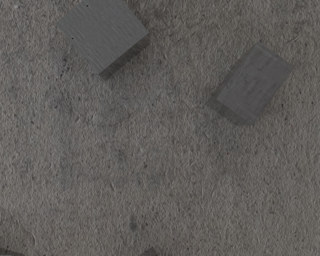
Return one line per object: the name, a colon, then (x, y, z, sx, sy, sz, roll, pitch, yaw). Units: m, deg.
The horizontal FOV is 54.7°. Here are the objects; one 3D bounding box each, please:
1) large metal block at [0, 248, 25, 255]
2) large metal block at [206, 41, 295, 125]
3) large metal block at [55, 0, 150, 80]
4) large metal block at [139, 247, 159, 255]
large metal block: (-0.229, 0.185, 0.381, 0.080, 0.080, 0.050, 16, 90, 0)
large metal block: (0.106, -0.050, 0.383, 0.050, 0.080, 0.080, 36, 90, 0)
large metal block: (-0.069, -0.120, 0.397, 0.080, 0.050, 0.080, -40, 90, 0)
large metal block: (-0.029, 0.206, 0.382, 0.080, 0.080, 0.050, -35, 90, 0)
